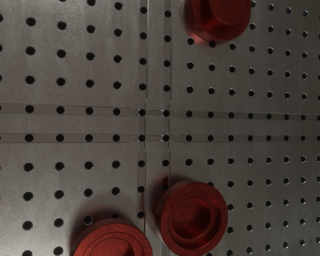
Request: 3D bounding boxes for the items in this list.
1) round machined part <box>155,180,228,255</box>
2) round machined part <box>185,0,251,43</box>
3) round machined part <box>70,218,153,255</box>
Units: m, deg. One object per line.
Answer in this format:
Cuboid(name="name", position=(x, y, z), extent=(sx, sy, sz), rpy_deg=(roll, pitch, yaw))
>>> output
Cuboid(name="round machined part", position=(0.039, 0.119, 0.419), extent=(0.099, 0.042, 0.097), rpy_deg=(0, 90, -21))
Cuboid(name="round machined part", position=(0.088, -0.173, 0.437), extent=(0.099, 0.042, 0.097), rpy_deg=(0, 90, -21))
Cuboid(name="round machined part", position=(-0.062, 0.160, 0.382), extent=(0.099, 0.042, 0.097), rpy_deg=(0, 90, -21))
